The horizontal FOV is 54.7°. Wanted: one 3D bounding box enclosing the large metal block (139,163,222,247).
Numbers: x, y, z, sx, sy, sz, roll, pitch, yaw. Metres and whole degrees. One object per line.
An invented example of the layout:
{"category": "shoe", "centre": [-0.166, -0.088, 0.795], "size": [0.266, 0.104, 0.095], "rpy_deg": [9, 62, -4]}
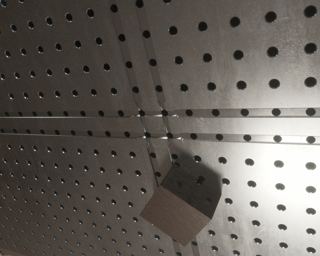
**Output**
{"category": "large metal block", "centre": [0.028, 0.112, 0.448], "size": [0.080, 0.050, 0.079], "rpy_deg": [34, 129, 5]}
